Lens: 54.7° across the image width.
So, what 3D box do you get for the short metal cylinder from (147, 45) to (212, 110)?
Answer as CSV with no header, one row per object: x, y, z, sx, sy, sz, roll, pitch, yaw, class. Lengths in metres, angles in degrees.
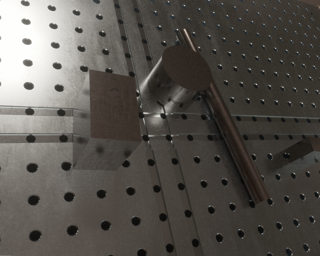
0.029,-0.073,0.454,0.081,0.050,0.080,14,56,-21,short metal cylinder

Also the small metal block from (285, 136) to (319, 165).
0.243,0.038,0.503,0.050,0.050,0.025,7,59,-25,small metal block

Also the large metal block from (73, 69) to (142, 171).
-0.063,-0.005,0.343,0.050,0.080,0.080,6,59,-26,large metal block

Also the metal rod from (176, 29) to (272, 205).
0.090,-0.030,0.477,0.025,0.025,0.299,-8,66,-32,metal rod
